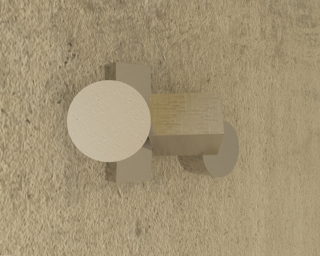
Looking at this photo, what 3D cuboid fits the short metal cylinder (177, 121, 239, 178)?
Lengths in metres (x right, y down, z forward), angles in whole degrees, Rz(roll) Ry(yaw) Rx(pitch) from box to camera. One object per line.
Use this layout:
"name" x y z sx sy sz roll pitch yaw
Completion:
"short metal cylinder" 0.070 0.029 0.451 0.081 0.050 0.079 0 90 -40

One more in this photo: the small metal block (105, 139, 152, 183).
"small metal block" -0.038 0.038 0.376 0.050 0.025 0.050 4 88 -40

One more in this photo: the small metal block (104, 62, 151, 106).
"small metal block" -0.038 -0.051 0.375 0.050 0.025 0.050 -2 91 -40

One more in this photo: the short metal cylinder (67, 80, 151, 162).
"short metal cylinder" -0.051 -0.007 0.325 0.081 0.050 0.079 0 91 -5

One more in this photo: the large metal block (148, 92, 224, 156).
"large metal block" 0.031 -0.002 0.374 0.080 0.080 0.050 78 11 -68
